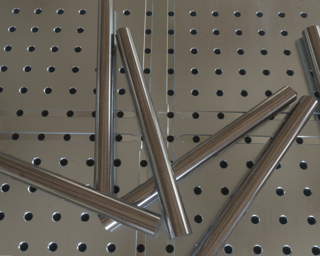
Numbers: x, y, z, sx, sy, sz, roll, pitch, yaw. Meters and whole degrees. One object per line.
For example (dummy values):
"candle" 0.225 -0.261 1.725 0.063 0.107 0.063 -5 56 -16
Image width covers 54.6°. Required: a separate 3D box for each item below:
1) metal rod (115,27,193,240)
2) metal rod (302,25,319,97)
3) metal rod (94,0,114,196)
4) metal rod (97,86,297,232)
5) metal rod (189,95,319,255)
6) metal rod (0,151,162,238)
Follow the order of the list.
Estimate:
"metal rod" -0.016 -0.012 0.398 0.025 0.025 0.299 -14 64 -5
"metal rod" 0.239 -0.006 0.415 0.025 0.025 0.299 -5 70 -2
"metal rod" -0.076 -0.054 0.431 0.025 0.025 0.299 -3 70 -1
"metal rod" 0.056 0.033 0.400 0.301 0.025 0.025 -33 73 -11
"metal rod" 0.112 0.074 0.385 0.025 0.025 0.301 37 74 12
"metal rod" -0.141 0.061 0.372 0.301 0.025 0.025 18 71 13
